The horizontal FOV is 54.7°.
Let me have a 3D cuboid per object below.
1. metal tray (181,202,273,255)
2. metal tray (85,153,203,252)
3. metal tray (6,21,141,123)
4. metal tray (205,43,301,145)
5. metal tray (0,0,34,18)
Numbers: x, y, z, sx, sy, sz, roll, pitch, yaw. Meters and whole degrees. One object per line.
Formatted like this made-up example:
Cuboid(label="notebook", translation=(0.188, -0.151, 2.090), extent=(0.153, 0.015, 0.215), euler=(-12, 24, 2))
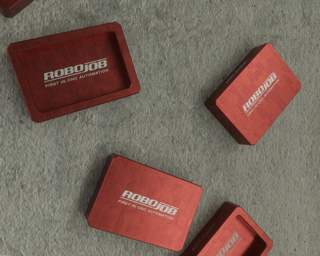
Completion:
Cuboid(label="metal tray", translation=(0.090, 0.183, 0.439), extent=(0.130, 0.030, 0.090), euler=(-46, 104, -14))
Cuboid(label="metal tray", translation=(-0.018, 0.096, 0.400), extent=(0.131, 0.030, 0.090), euler=(24, 82, -19))
Cuboid(label="metal tray", translation=(-0.099, -0.067, 0.369), extent=(0.131, 0.030, 0.090), euler=(-19, 97, -19))
Cuboid(label="metal tray", translation=(0.140, -0.049, 0.458), extent=(0.090, 0.030, 0.130), euler=(47, 76, -14))
Cuboid(label="metal tray", translation=(-0.156, -0.201, 0.348), extent=(0.090, 0.030, 0.130), euler=(47, 75, -14))
